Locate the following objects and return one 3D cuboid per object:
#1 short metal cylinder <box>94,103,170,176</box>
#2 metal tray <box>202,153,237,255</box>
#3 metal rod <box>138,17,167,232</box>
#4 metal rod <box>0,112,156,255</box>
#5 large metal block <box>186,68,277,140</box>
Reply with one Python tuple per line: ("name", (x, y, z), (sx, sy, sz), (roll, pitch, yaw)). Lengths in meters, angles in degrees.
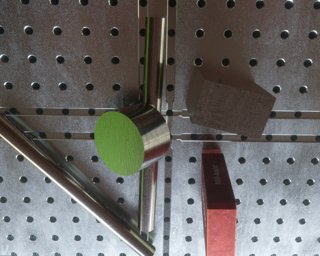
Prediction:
("short metal cylinder", (-0.035, 0.013, 0.384), (0.080, 0.050, 0.079), (13, 112, 34))
("metal tray", (0.071, 0.098, 0.393), (0.030, 0.130, 0.089), (-1, 110, 5))
("metal rod", (-0.013, 0.009, 0.416), (0.025, 0.025, 0.298), (3, 110, -1))
("metal rod", (-0.116, 0.092, 0.446), (0.025, 0.025, 0.300), (-40, 106, 13))
("large metal block", (0.079, -0.032, 0.373), (0.080, 0.080, 0.050), (14, 110, -5))
